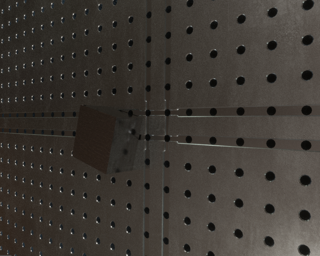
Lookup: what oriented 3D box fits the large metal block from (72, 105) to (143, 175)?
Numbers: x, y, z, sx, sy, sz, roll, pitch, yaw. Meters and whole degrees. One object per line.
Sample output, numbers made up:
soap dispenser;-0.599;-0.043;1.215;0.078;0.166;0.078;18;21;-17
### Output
large metal block;-0.079;0.014;0.456;0.080;0.050;0.079;19;102;38
